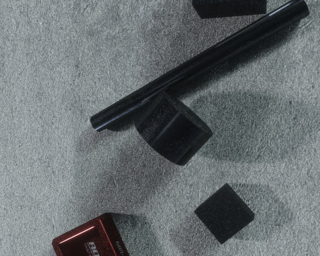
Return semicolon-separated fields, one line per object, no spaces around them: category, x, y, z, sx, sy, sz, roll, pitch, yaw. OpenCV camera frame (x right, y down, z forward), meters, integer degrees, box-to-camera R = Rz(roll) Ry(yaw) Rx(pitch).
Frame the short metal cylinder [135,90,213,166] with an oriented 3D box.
short metal cylinder;0.017;0.000;0.373;0.080;0.080;0.050;44;104;14

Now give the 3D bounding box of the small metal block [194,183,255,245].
small metal block;0.079;0.104;0.381;0.050;0.025;0.050;-44;77;14

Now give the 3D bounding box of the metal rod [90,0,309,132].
metal rod;0.036;-0.072;0.395;0.300;0.025;0.025;-28;81;17

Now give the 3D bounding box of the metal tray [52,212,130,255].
metal tray;-0.086;0.197;0.435;0.090;0.030;0.130;-30;81;17

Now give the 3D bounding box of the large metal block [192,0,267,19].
large metal block;0.084;-0.180;0.366;0.080;0.050;0.079;2;91;19
